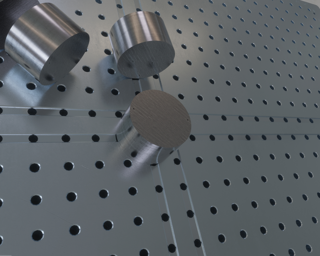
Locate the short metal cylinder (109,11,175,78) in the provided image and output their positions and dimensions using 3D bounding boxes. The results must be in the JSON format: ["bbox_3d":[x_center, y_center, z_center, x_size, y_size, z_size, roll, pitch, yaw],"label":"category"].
[{"bbox_3d":[-0.025,-0.112,0.428,0.081,0.080,0.050,-3,64,-30],"label":"short metal cylinder"}]

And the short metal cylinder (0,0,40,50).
[{"bbox_3d":[-0.187,-0.137,0.356,0.050,0.080,0.080,46,51,3],"label":"short metal cylinder"}]

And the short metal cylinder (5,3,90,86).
[{"bbox_3d":[-0.129,-0.096,0.362,0.050,0.080,0.080,41,51,0],"label":"short metal cylinder"}]

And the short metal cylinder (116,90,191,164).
[{"bbox_3d":[-0.008,-0.001,0.388,0.081,0.050,0.080,14,56,-21],"label":"short metal cylinder"}]
